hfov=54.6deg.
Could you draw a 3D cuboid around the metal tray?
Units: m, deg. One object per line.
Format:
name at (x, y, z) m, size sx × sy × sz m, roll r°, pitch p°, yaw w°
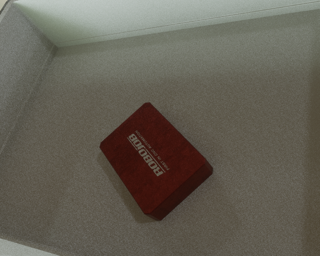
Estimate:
metal tray at (-0.009, 0.036, 0.386) m, size 0.090 × 0.030 × 0.130 m, roll -42°, pitch 51°, yaw -1°
